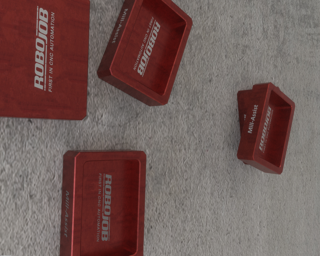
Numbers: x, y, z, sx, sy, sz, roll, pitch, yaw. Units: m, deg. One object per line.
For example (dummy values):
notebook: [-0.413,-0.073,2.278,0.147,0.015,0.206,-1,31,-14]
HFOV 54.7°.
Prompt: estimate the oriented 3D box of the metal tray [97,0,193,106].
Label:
metal tray: [-0.014,-0.103,0.388,0.090,0.030,0.130,28,73,-37]

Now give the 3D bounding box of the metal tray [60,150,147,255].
metal tray: [-0.062,0.090,0.349,0.091,0.030,0.129,3,88,-40]

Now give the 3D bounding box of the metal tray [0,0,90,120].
metal tray: [-0.118,-0.074,0.302,0.091,0.030,0.129,2,89,-40]

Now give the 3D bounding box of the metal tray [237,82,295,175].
metal tray: [0.177,0.002,0.509,0.090,0.030,0.130,27,74,-37]

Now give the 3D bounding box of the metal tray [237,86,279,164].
metal tray: [0.182,-0.006,0.553,0.091,0.030,0.129,-11,97,-39]
